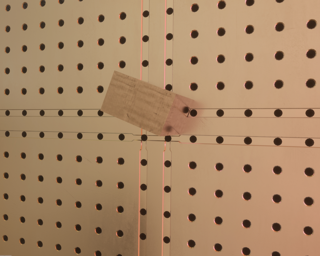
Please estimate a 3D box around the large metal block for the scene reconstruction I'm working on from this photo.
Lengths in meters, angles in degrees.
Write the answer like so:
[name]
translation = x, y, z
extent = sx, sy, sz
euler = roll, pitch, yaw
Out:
[large metal block]
translation = -0.013, -0.029, 0.387
extent = 0.080, 0.080, 0.050
euler = 23, 98, 18
